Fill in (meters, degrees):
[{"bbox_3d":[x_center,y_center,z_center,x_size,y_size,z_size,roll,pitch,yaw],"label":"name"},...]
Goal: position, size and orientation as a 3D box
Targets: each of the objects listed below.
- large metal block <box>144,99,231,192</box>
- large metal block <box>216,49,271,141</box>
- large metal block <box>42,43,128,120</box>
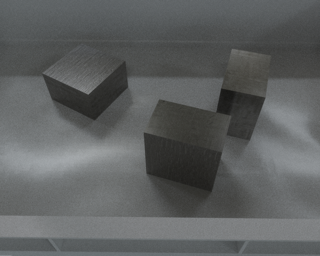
[{"bbox_3d":[0.030,0.021,0.352,0.080,0.080,0.050,14,52,11],"label":"large metal block"},{"bbox_3d":[0.106,-0.044,0.407,0.050,0.080,0.080,13,51,11],"label":"large metal block"},{"bbox_3d":[-0.104,-0.068,0.445,0.080,0.050,0.080,25,54,19],"label":"large metal block"}]
